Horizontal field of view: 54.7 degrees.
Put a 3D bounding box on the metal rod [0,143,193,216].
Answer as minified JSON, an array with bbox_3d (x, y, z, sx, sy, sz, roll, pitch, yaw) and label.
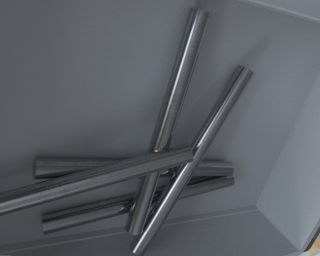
[{"bbox_3d":[-0.104,0.066,0.359,0.302,0.025,0.025,-14,125,-15],"label":"metal rod"}]

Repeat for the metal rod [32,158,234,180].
[{"bbox_3d":[-0.016,0.057,0.435,0.302,0.025,0.025,4,116,-31],"label":"metal rod"}]

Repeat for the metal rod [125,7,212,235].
[{"bbox_3d":[0.005,0.004,0.391,0.025,0.025,0.298,7,109,-32],"label":"metal rod"}]

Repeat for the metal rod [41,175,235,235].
[{"bbox_3d":[-0.017,0.107,0.465,0.303,0.025,0.025,-8,122,-25],"label":"metal rod"}]

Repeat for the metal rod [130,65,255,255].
[{"bbox_3d":[0.043,0.049,0.436,0.025,0.025,0.299,27,95,-38],"label":"metal rod"}]
